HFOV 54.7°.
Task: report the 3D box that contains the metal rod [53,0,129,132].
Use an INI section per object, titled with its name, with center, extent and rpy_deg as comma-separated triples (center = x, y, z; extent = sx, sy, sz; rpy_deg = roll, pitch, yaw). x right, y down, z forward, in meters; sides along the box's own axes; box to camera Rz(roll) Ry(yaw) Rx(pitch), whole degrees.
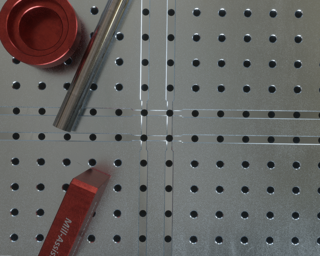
[metal rod]
center = -0.070, -0.136, 0.412
extent = 0.025, 0.025, 0.299
rpy_deg = 24, 90, 0

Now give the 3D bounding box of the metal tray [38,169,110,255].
[metal tray]
center = -0.107, 0.119, 0.379
extent = 0.030, 0.090, 0.129
rpy_deg = 24, 90, 0

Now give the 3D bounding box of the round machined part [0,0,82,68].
[round machined part]
center = -0.151, -0.126, 0.403
extent = 0.099, 0.042, 0.097
rpy_deg = 0, 90, 0
